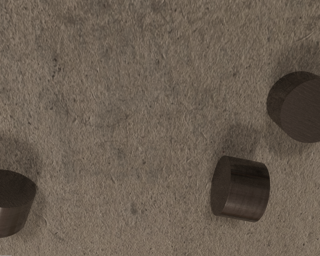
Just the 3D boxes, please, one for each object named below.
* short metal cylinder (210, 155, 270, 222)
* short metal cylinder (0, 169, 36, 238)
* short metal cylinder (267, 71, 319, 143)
[{"bbox_3d":[0.104,0.080,0.412,0.050,0.080,0.079,12,110,-5],"label":"short metal cylinder"},{"bbox_3d":[-0.215,0.099,0.414,0.080,0.080,0.050,22,109,-8],"label":"short metal cylinder"},{"bbox_3d":[0.183,-0.027,0.389,0.081,0.050,0.079,0,110,-1],"label":"short metal cylinder"}]
